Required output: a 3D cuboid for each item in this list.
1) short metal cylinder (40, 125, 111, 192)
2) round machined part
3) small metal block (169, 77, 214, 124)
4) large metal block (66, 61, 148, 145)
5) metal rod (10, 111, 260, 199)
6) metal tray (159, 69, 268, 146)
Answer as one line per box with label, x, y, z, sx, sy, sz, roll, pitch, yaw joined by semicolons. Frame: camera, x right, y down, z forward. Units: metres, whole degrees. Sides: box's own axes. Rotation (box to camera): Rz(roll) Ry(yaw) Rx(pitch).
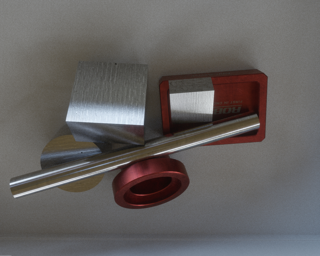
short metal cylinder;-0.108;0.037;0.408;0.081;0.050;0.079;0;110;-1
round machined part;-0.014;0.065;0.407;0.099;0.042;0.097;-12;145;-8
small metal block;0.037;-0.032;0.375;0.050;0.025;0.050;-4;136;1
large metal block;-0.056;-0.029;0.361;0.081;0.080;0.050;3;152;-1
metal rod;-0.024;0.030;0.376;0.302;0.025;0.025;-15;110;-7
metal tray;0.067;-0.024;0.398;0.131;0.030;0.089;-4;110;1
